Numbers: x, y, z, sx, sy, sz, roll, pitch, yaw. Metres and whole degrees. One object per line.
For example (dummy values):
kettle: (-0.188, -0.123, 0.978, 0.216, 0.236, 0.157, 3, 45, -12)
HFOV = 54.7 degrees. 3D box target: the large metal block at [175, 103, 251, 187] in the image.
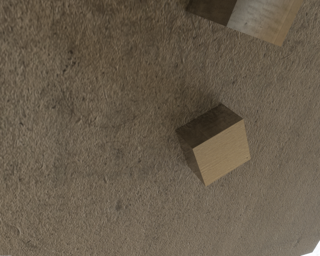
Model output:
large metal block: (0.078, 0.024, 0.448, 0.080, 0.050, 0.080, -30, 129, -9)

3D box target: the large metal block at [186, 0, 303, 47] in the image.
large metal block: (0.089, -0.133, 0.337, 0.081, 0.080, 0.050, 7, 115, -32)
